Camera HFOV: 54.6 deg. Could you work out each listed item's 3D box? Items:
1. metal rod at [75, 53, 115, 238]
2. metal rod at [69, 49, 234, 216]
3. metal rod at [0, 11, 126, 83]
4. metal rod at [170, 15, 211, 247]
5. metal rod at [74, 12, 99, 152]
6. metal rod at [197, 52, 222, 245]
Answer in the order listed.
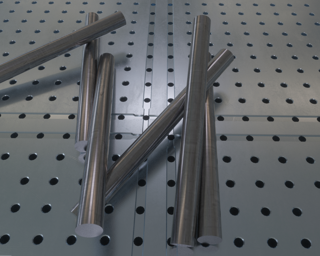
[{"bbox_3d":[-0.075,-0.008,0.391,0.025,0.025,0.300,-3,43,-3],"label":"metal rod"},{"bbox_3d":[0.005,-0.005,0.391,0.025,0.025,0.301,31,63,23],"label":"metal rod"},{"bbox_3d":[-0.188,-0.110,0.477,0.302,0.025,0.025,-30,56,-15],"label":"metal rod"},{"bbox_3d":[0.041,-0.016,0.374,0.025,0.025,0.299,6,65,5],"label":"metal rod"},{"bbox_3d":[-0.110,-0.091,0.483,0.025,0.025,0.300,-5,50,-4],"label":"metal rod"},{"bbox_3d":[0.061,-0.001,0.409,0.025,0.025,0.300,3,50,3],"label":"metal rod"}]
